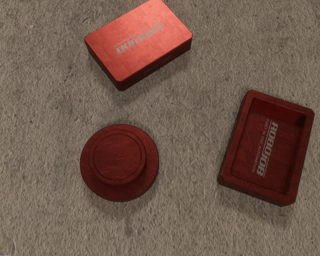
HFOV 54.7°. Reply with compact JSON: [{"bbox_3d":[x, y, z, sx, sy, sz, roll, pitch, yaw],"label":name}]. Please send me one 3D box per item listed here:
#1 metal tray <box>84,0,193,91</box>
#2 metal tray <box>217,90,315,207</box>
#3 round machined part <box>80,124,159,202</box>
[{"bbox_3d":[-0.030,-0.124,0.450,0.131,0.030,0.090,-34,74,-12],"label":"metal tray"},{"bbox_3d":[0.136,0.024,0.398,0.090,0.030,0.130,20,71,6],"label":"metal tray"},{"bbox_3d":[-0.050,0.040,0.384,0.099,0.042,0.098,0,70,-1],"label":"round machined part"}]
